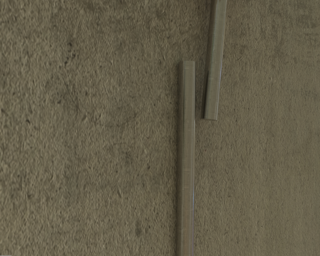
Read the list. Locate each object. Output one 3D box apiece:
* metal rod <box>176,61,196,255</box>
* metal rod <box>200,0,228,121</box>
[{"bbox_3d":[0.037,0.056,0.437,0.025,0.025,0.298,1,89,-40],"label":"metal rod"},{"bbox_3d":[0.087,-0.160,0.467,0.025,0.025,0.298,9,85,-40],"label":"metal rod"}]
